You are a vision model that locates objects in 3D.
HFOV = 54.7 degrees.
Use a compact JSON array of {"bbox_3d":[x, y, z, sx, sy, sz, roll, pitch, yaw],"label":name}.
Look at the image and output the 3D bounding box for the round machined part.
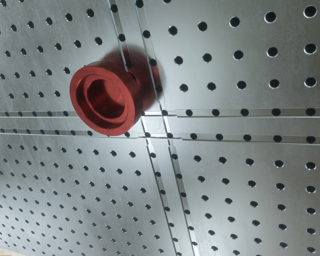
[{"bbox_3d":[-0.066,-0.042,0.407,0.098,0.042,0.097,13,124,20],"label":"round machined part"}]
